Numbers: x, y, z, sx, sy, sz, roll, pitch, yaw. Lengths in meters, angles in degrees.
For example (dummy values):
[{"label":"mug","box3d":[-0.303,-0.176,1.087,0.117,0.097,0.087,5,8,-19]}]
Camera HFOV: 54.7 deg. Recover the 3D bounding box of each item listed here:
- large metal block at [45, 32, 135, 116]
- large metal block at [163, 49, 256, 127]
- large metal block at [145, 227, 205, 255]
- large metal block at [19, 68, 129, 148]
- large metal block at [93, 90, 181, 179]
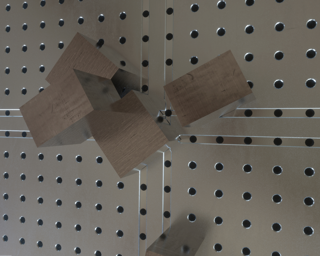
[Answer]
[{"label":"large metal block","box3d":[-0.097,-0.071,0.432,0.080,0.050,0.080,42,103,14]},{"label":"large metal block","box3d":[0.061,-0.041,0.361,0.080,0.080,0.050,-27,81,18]},{"label":"large metal block","box3d":[0.015,0.179,0.378,0.050,0.080,0.079,11,94,19]},{"label":"large metal block","box3d":[-0.097,-0.020,0.363,0.080,0.080,0.050,-31,80,17]},{"label":"large metal block","box3d":[-0.034,0.008,0.410,0.080,0.050,0.080,-39,78,15]}]
